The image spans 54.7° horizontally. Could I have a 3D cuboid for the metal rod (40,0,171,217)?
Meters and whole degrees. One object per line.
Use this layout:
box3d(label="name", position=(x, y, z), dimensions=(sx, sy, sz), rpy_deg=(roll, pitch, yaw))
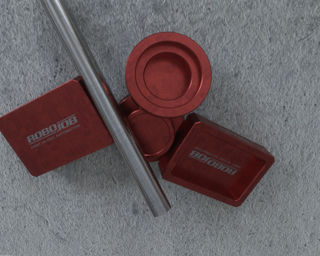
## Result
box3d(label="metal rod", position=(-0.065, -0.032, 0.363), dimensions=(0.025, 0.025, 0.299), rpy_deg=(-26, 95, 9))

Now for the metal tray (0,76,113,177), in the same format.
box3d(label="metal tray", position=(-0.130, 0.000, 0.395), dimensions=(0.130, 0.030, 0.090), rpy_deg=(-23, 106, 17))

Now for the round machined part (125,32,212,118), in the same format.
box3d(label="round machined part", position=(0.008, -0.060, 0.368), dimensions=(0.099, 0.042, 0.097), rpy_deg=(0, 88, -7))

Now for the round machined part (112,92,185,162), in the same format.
box3d(label="round machined part", position=(-0.016, 0.001, 0.403), dimensions=(0.099, 0.042, 0.097), rpy_deg=(0, 110, 0))

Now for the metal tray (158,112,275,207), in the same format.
box3d(label="metal tray", position=(0.075, 0.046, 0.414), dimensions=(0.131, 0.030, 0.090), rpy_deg=(25, 108, -20))
